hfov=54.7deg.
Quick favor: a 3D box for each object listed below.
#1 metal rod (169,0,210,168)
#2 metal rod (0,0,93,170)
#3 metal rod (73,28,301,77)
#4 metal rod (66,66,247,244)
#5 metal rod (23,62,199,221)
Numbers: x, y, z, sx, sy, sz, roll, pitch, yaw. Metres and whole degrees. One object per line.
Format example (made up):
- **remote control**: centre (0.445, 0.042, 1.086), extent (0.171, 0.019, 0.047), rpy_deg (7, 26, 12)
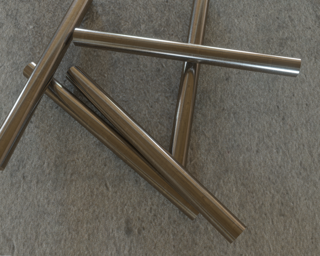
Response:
- **metal rod**: centre (0.045, -0.088, 0.440), extent (0.025, 0.025, 0.299), rpy_deg (9, 70, 3)
- **metal rod**: centre (-0.149, -0.085, 0.412), extent (0.025, 0.025, 0.300), rpy_deg (13, 61, 4)
- **metal rod**: centre (0.031, -0.103, 0.419), extent (0.302, 0.025, 0.025), rpy_deg (9, 70, 6)
- **metal rod**: centre (-0.019, 0.019, 0.383), extent (0.025, 0.025, 0.300), rpy_deg (-42, 69, -14)
- **metal rod**: centre (-0.068, 0.010, 0.403), extent (0.300, 0.025, 0.025), rpy_deg (39, 74, 12)
